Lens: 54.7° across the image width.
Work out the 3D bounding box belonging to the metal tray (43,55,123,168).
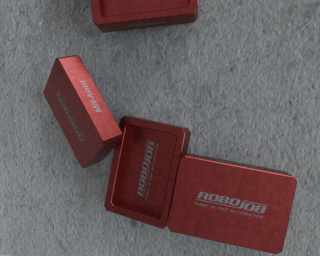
[{"bbox_3d":[-0.108,-0.020,0.419,0.130,0.030,0.090,60,141,10],"label":"metal tray"}]

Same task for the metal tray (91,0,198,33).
[{"bbox_3d":[-0.021,-0.177,0.395,0.131,0.030,0.089,-5,88,5],"label":"metal tray"}]

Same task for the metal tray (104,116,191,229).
[{"bbox_3d":[-0.017,0.055,0.411,0.090,0.030,0.129,13,94,19],"label":"metal tray"}]

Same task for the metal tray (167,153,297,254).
[{"bbox_3d":[0.081,0.085,0.362,0.131,0.030,0.089,11,94,5],"label":"metal tray"}]
